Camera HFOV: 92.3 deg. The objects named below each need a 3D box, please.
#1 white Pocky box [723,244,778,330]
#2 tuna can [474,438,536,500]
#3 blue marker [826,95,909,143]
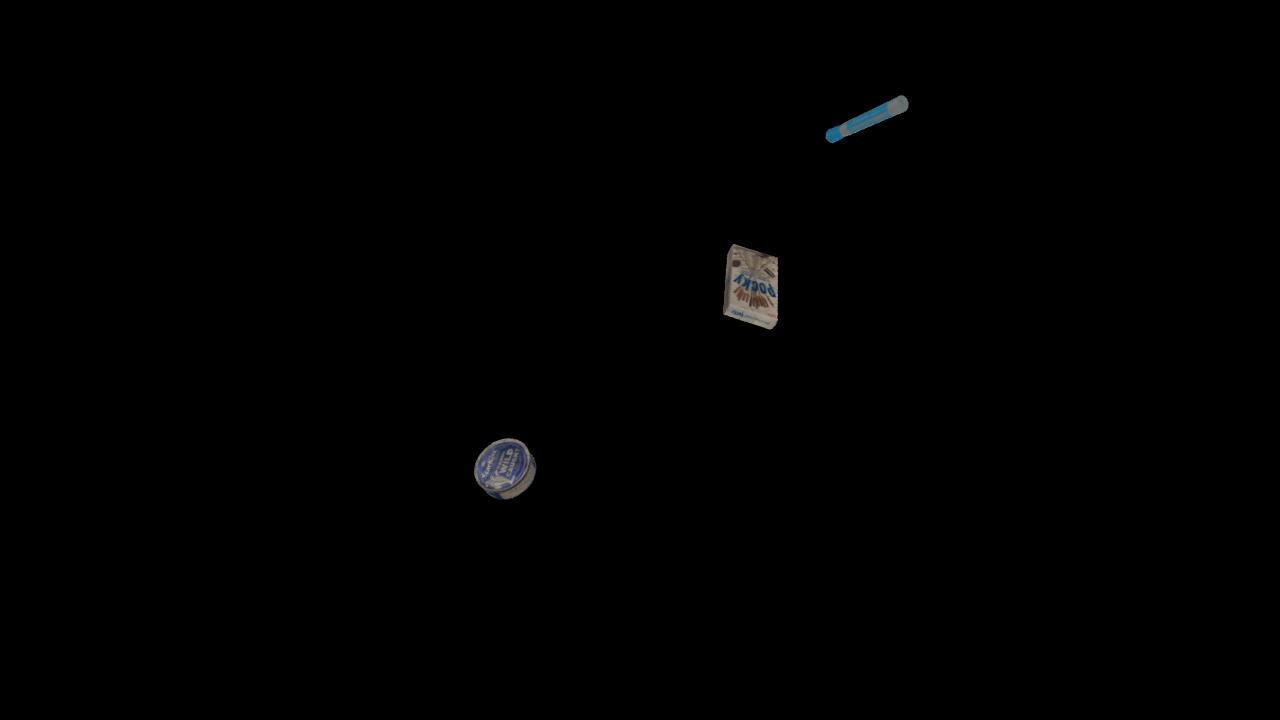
[{"bbox_3d":[0.180,-0.121,0.992,0.084,0.154,0.028,17,-42,-7],"label":"white Pocky box"},{"bbox_3d":[-0.193,0.157,0.887,0.084,0.084,0.034,0,-36,14],"label":"tuna can"},{"bbox_3d":[0.274,-0.293,0.757,0.020,0.020,0.121,0,0,-26],"label":"blue marker"}]
